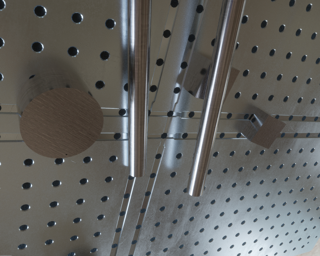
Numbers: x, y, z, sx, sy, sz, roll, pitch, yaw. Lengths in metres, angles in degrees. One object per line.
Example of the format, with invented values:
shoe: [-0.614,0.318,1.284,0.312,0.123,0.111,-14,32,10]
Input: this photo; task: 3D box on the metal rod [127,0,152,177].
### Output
metal rod: [-0.024,-0.068,0.355,0.025,0.025,0.298,-11,123,-23]

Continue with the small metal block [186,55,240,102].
small metal block: [0.070,-0.063,0.410,0.050,0.025,0.050,10,113,-33]

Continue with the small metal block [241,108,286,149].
small metal block: [0.169,0.002,0.504,0.050,0.025,0.050,20,108,-36]

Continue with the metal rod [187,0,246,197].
metal rod: [0.068,-0.034,0.395,0.025,0.025,0.298,-8,122,-25]

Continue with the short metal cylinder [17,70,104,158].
short metal cylinder: [-0.106,-0.015,0.328,0.081,0.050,0.079,-14,124,-21]
